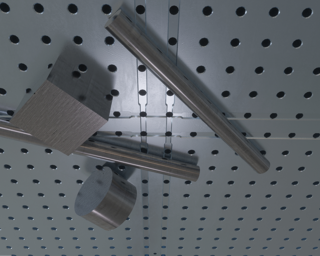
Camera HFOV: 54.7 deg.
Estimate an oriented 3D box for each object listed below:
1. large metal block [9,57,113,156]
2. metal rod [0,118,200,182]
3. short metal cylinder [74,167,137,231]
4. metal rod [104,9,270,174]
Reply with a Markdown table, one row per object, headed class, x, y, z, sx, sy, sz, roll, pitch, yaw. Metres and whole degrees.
| class | x | y | z | sx | sy | sz | roll | pitch | yaw |
| --- | --- | --- | --- | --- | --- | --- | --- | --- | --- |
| large metal block | -0.116 | -0.023 | 0.374 | 0.080 | 0.050 | 0.080 | 37 | 121 | -27 |
| metal rod | -0.087 | 0.032 | 0.437 | 0.302 | 0.025 | 0.025 | 15 | 129 | -13 |
| short metal cylinder | -0.081 | 0.105 | 0.464 | 0.080 | 0.080 | 0.050 | -33 | 123 | 25 |
| metal rod | 0.052 | -0.027 | 0.389 | 0.025 | 0.025 | 0.301 | -35 | 123 | 25 |
